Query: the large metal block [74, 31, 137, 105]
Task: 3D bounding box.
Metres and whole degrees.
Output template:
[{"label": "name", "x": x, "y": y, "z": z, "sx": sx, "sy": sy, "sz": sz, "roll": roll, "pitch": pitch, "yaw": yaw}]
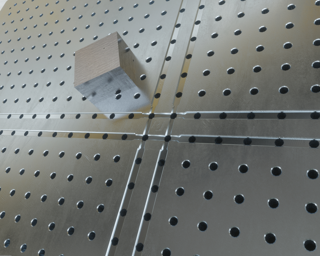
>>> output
[{"label": "large metal block", "x": -0.089, "y": -0.096, "z": 0.499, "sx": 0.080, "sy": 0.050, "sz": 0.080, "roll": -21, "pitch": 54, "yaw": 16}]
